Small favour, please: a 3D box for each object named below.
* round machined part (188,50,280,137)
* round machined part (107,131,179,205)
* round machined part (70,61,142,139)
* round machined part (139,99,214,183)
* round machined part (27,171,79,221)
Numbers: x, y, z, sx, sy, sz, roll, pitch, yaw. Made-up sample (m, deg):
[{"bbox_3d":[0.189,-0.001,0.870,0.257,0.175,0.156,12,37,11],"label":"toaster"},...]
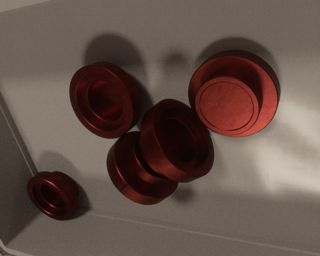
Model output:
[{"bbox_3d":[0.077,-0.031,0.337,0.098,0.042,0.097,13,124,20],"label":"round machined part"},{"bbox_3d":[-0.014,0.044,0.395,0.098,0.098,0.042,43,129,-2],"label":"round machined part"},{"bbox_3d":[-0.066,-0.038,0.403,0.098,0.042,0.097,13,119,24],"label":"round machined part"},{"bbox_3d":[0.015,0.018,0.363,0.042,0.098,0.098,-33,100,38],"label":"round machined part"},{"bbox_3d":[-0.190,0.119,0.568,0.098,0.042,0.097,13,124,20],"label":"round machined part"}]
